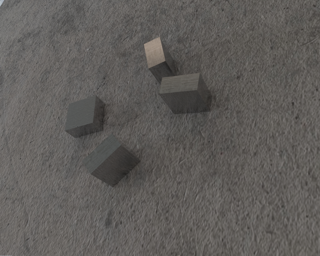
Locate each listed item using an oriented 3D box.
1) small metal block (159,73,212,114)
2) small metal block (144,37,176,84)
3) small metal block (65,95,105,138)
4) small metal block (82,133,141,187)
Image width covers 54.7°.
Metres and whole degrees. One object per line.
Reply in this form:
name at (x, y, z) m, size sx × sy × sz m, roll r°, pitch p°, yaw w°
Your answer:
small metal block at (0.034, -0.042, 0.396) m, size 0.050 × 0.050 × 0.025 m, roll -3°, pitch 61°, yaw 27°
small metal block at (0.003, -0.092, 0.443) m, size 0.025 × 0.050 × 0.050 m, roll -22°, pitch 54°, yaw 15°
small metal block at (-0.114, -0.017, 0.474) m, size 0.050 × 0.025 × 0.050 m, roll -15°, pitch 56°, yaw 20°
small metal block at (-0.061, 0.042, 0.394) m, size 0.050 × 0.050 × 0.025 m, roll -44°, pitch 51°, yaw -2°
